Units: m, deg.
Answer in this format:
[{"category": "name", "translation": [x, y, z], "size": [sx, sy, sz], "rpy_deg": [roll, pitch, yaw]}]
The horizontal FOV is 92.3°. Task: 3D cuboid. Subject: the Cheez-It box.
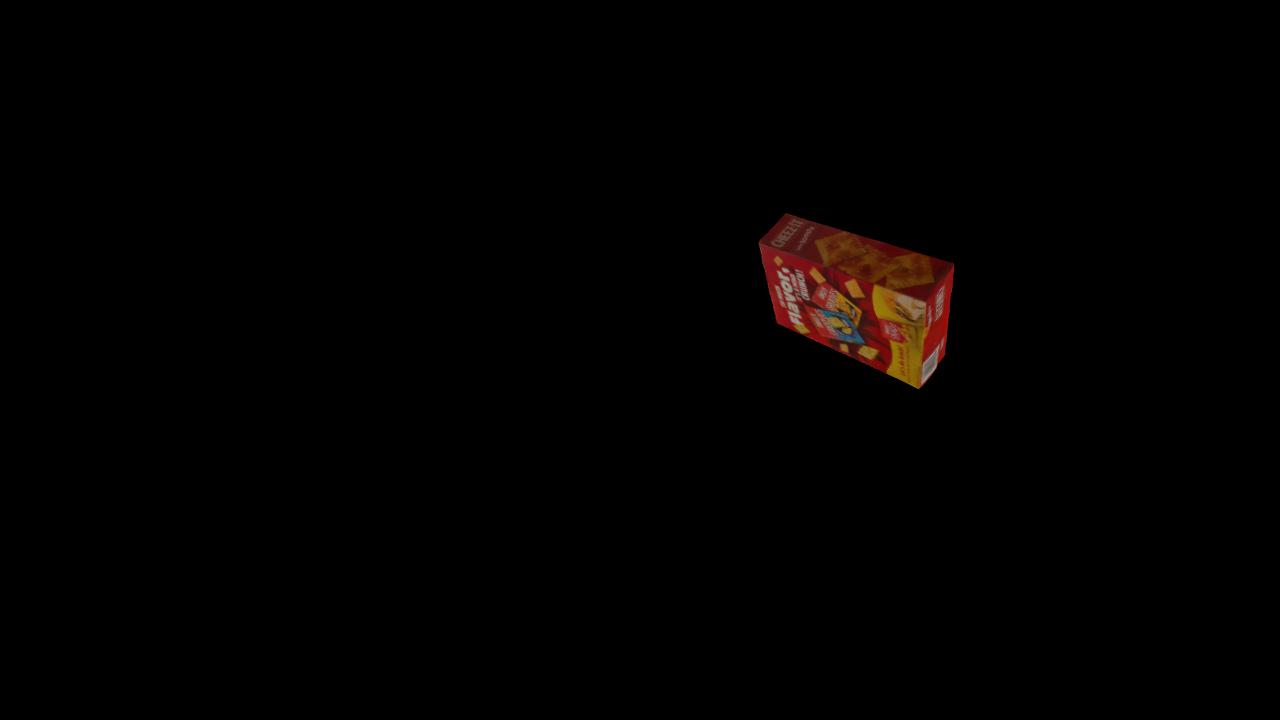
[{"category": "Cheez-It box", "translation": [0.266, -0.077, 0.773], "size": [0.223, 0.071, 0.166], "rpy_deg": [30, -21, 37]}]
